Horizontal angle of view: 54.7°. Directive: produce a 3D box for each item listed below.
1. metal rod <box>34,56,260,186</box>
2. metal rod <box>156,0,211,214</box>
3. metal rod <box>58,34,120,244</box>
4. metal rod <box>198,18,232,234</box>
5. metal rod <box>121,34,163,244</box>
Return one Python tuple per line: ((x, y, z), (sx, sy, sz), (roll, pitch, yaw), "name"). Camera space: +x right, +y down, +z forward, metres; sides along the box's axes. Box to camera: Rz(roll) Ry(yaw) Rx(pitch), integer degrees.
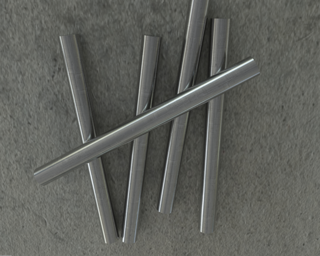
((-0.023, -0.004, 0.380), (0.301, 0.025, 0.025), (-27, 108, 9), "metal rod")
((0.027, -0.020, 0.402), (0.025, 0.025, 0.298), (7, 110, -3), "metal rod")
((-0.091, 0.028, 0.418), (0.025, 0.025, 0.298), (-7, 110, 2), "metal rod")
((0.071, 0.011, 0.414), (0.025, 0.025, 0.298), (0, 110, -1), "metal rod")
((-0.028, 0.029, 0.419), (0.025, 0.025, 0.298), (7, 110, -3), "metal rod")
